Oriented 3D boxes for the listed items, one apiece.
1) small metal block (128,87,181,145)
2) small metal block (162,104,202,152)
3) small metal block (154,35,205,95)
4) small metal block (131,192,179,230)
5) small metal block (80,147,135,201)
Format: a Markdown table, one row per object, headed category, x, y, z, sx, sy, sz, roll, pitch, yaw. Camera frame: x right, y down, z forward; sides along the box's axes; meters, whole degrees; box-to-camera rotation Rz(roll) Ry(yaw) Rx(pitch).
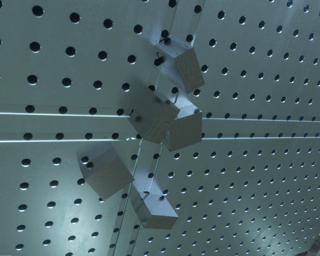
| category | x | y | z | sx | sy | sz | roll | pitch | yaw |
| --- | --- | --- | --- | --- | --- | --- | --- | --- | --- |
| small metal block | -0.008 | -0.016 | 0.382 | 0.025 | 0.050 | 0.050 | 21 | 107 | -36 |
| small metal block | 0.030 | 0.000 | 0.429 | 0.050 | 0.025 | 0.050 | -17 | 126 | -19 |
| small metal block | 0.023 | -0.074 | 0.363 | 0.025 | 0.050 | 0.050 | -32 | 129 | -8 |
| small metal block | -0.008 | 0.126 | 0.470 | 0.050 | 0.050 | 0.025 | 16 | 110 | -35 |
| small metal block | -0.069 | 0.062 | 0.413 | 0.050 | 0.025 | 0.050 | -34 | 129 | -7 |
